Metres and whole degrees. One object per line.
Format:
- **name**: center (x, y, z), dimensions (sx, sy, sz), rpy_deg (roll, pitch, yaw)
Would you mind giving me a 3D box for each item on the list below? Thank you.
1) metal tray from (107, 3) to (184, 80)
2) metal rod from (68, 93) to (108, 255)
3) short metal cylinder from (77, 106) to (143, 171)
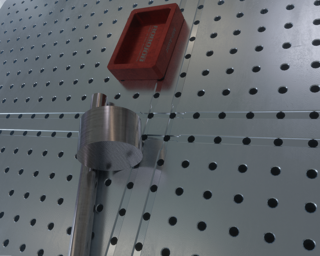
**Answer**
- **metal tray**: center (-0.022, -0.140, 0.501), dimensions (0.090, 0.030, 0.130), rpy_deg (4, 64, 30)
- **metal rod**: center (-0.096, 0.080, 0.409), dimensions (0.025, 0.025, 0.299), rpy_deg (-13, 56, 21)
- **short metal cylinder**: center (-0.063, 0.015, 0.397), dimensions (0.080, 0.080, 0.050), rpy_deg (-17, 55, 18)
